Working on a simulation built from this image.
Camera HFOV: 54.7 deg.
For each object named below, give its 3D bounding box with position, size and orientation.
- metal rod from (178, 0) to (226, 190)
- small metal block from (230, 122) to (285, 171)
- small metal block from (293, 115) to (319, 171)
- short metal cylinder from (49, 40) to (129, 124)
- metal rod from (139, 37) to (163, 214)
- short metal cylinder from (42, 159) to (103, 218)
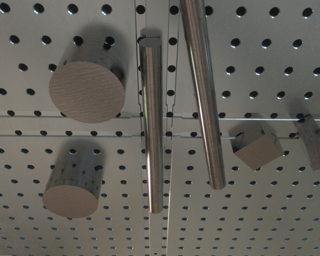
[{"bbox_3d":[0.060,-0.024,0.391,0.025,0.025,0.299,-9,130,8],"label":"metal rod"},{"bbox_3d":[0.137,0.027,0.436,0.050,0.025,0.050,-36,122,26],"label":"small metal block"},{"bbox_3d":[0.204,0.020,0.414,0.025,0.050,0.050,-22,127,17],"label":"small metal block"},{"bbox_3d":[-0.078,-0.052,0.350,0.081,0.050,0.079,0,130,0],"label":"short metal cylinder"},{"bbox_3d":[-0.008,0.021,0.429,0.025,0.025,0.298,-1,130,0],"label":"metal rod"},{"bbox_3d":[-0.132,0.093,0.473,0.081,0.050,0.079,0,130,0],"label":"short metal cylinder"}]
